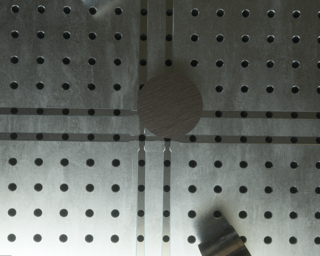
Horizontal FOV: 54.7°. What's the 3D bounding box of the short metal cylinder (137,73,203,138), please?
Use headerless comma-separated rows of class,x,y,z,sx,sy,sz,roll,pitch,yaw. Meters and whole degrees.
short metal cylinder,0.012,-0.027,0.401,0.081,0.050,0.079,0,90,-1

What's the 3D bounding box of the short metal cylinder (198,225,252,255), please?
short metal cylinder,0.090,0.171,0.387,0.050,0.080,0.080,-31,90,0
